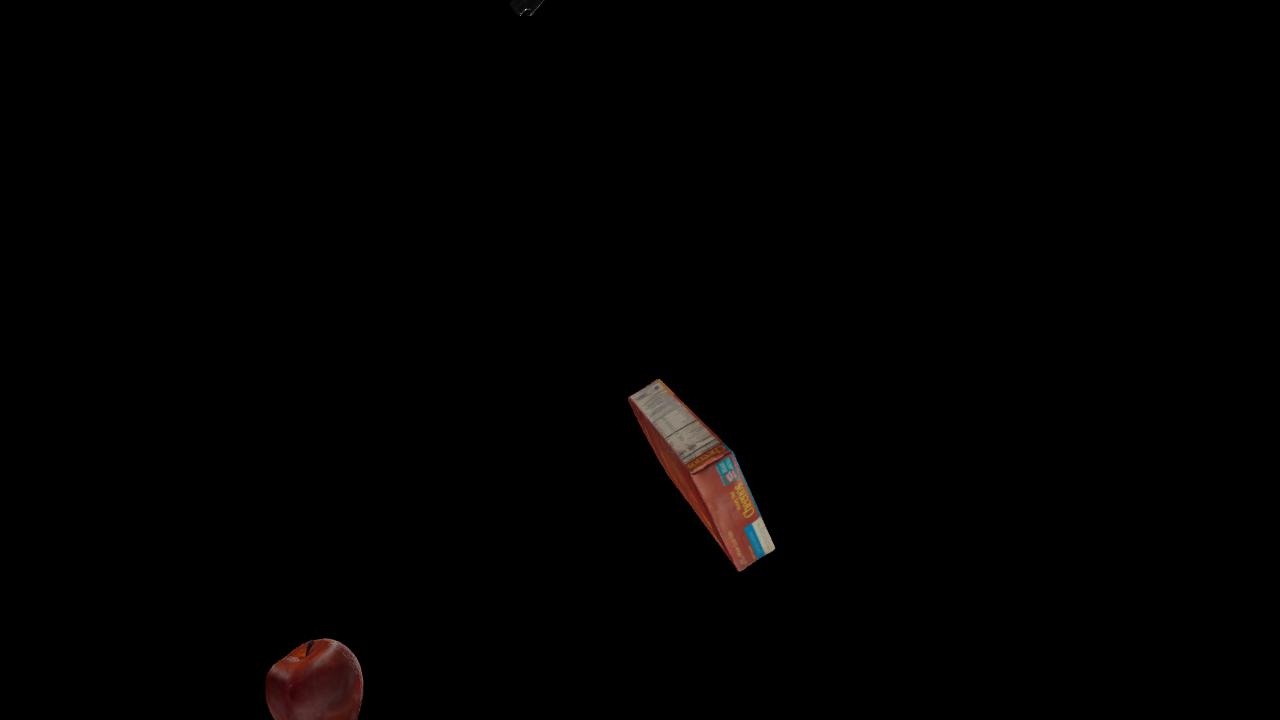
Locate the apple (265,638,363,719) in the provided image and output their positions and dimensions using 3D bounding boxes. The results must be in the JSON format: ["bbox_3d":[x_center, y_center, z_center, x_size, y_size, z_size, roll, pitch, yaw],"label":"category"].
[{"bbox_3d":[-0.290,0.298,0.556,0.079,0.093,0.079,-11,7,1],"label":"apple"}]

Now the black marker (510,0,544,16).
[{"bbox_3d":[-0.040,-0.271,0.402,0.020,0.121,0.020,44,-3,3],"label":"black marker"}]

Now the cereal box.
[{"bbox_3d":[0.093,0.176,1.020,0.081,0.203,0.306,-30,25,-8],"label":"cereal box"}]
